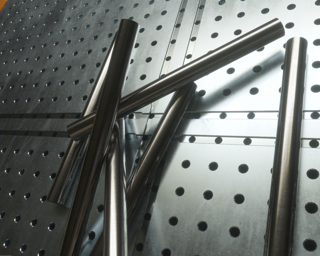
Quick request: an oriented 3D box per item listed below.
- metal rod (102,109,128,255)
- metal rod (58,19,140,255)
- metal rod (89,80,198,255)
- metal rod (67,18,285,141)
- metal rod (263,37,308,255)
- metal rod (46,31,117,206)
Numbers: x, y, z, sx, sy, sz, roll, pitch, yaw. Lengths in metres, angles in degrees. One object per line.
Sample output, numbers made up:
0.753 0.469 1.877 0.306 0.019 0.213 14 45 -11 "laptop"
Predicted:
-0.052 0.068 0.364 0.025 0.025 0.300 -23 44 15 "metal rod"
-0.074 0.011 0.384 0.025 0.025 0.299 12 85 33 "metal rod"
-0.026 0.067 0.381 0.025 0.025 0.300 15 69 34 "metal rod"
0.015 -0.059 0.403 0.301 0.025 0.025 -26 52 6 "metal rod"
0.132 0.028 0.322 0.025 0.025 0.300 2 62 29 "metal rod"
-0.104 -0.030 0.482 0.025 0.025 0.300 2 63 29 "metal rod"
